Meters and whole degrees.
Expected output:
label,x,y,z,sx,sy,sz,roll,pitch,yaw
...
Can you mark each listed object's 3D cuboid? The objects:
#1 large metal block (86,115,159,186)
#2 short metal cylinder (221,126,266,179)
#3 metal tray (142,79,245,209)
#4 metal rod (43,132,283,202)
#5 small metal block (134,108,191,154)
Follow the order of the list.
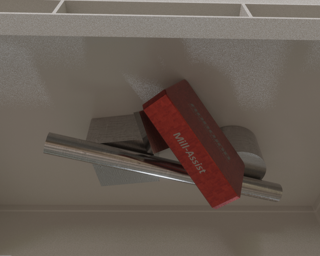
label,x,y,z,sx,sy,sz,roll,pitch,yaw
large metal block,-0.046,0.030,0.416,0.080,0.050,0.080,-6,130,4
short metal cylinder,0.100,0.044,0.430,0.081,0.050,0.079,0,130,0
metal tray,0.043,0.012,0.343,0.030,0.090,0.130,-34,93,24
metal rod,0.014,0.052,0.385,0.302,0.025,0.025,14,129,-12
small metal block,0.003,-0.003,0.361,0.050,0.025,0.050,-20,97,-18
